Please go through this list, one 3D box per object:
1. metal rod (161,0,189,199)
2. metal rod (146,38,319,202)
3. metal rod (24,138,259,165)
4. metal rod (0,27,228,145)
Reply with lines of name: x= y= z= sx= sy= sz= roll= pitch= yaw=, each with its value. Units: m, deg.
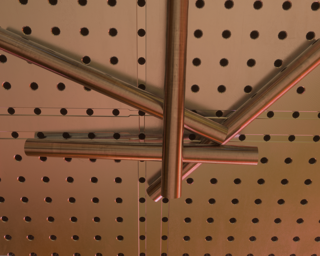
metal rod: x=0.018 y=-0.066 z=0.355 sx=0.025 sy=0.025 sz=0.298 roll=1 pitch=98 yaw=-1
metal rod: x=0.096 y=-0.002 z=0.414 sx=0.299 sy=0.025 sz=0.025 roll=-43 pitch=105 yaw=13
metal rod: x=-0.028 y=0.030 z=0.407 sx=0.302 sy=0.025 sz=0.025 roll=2 pitch=110 yaw=5
metal rod: x=-0.057 y=-0.049 z=0.382 sx=0.301 sy=0.025 sz=0.025 roll=23 pitch=108 yaw=-4
